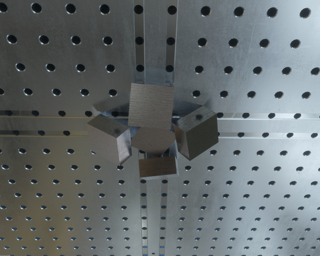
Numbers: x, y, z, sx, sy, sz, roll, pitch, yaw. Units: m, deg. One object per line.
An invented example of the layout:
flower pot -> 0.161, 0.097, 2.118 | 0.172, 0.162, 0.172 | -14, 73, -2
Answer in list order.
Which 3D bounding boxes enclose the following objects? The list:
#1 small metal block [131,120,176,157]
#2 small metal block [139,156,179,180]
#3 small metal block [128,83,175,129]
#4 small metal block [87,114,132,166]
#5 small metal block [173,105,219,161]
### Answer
small metal block -> -0.009, 0.008, 0.417 | 0.050, 0.025, 0.050 | 25, 126, -20
small metal block -> 0.000, 0.058, 0.445 | 0.050, 0.025, 0.050 | -7, 166, 5
small metal block -> -0.011, -0.026, 0.373 | 0.050, 0.025, 0.050 | 5, 94, -4
small metal block -> -0.066, 0.016, 0.409 | 0.050, 0.025, 0.050 | 24, 136, 25
small metal block -> 0.048, 0.007, 0.402 | 0.050, 0.025, 0.050 | -30, 133, -21
